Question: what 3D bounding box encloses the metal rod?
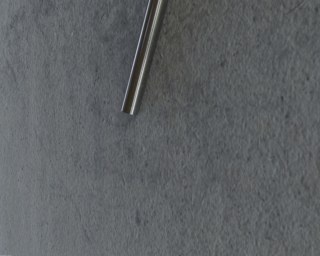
[{"bbox_3d":[-0.003,-0.162,0.405,0.025,0.025,0.298,25,106,37],"label":"metal rod"}]
